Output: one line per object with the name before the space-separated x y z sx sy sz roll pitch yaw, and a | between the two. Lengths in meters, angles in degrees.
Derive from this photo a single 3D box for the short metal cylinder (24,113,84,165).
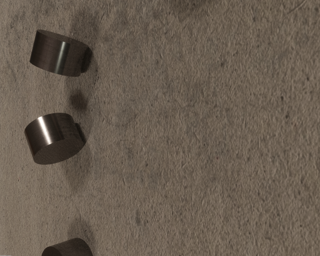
short metal cylinder | -0.174 0.018 0.509 0.080 0.081 0.050 -42 65 32

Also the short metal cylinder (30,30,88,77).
short metal cylinder | -0.162 -0.121 0.500 0.080 0.081 0.050 32 110 35

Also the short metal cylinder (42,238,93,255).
short metal cylinder | -0.153 0.229 0.512 0.080 0.050 0.079 0 90 39
